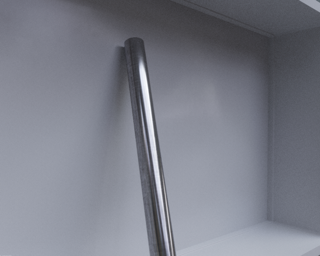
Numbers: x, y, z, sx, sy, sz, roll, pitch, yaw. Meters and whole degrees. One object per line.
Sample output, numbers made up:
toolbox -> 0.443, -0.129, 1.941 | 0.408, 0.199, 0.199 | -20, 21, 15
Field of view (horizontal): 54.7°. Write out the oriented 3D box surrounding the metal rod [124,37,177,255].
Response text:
metal rod -> -0.011, 0.033, 0.329 | 0.025, 0.025, 0.299 | 10, 62, -40
